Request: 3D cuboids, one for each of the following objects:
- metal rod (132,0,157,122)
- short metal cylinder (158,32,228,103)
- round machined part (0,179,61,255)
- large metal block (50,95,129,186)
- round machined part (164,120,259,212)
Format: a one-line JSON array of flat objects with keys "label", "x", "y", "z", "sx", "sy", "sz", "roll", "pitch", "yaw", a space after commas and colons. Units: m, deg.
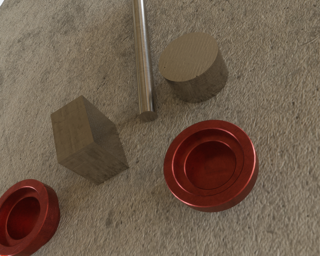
[{"label": "metal rod", "x": -0.029, "y": -0.140, "z": 0.504, "sx": 0.025, "sy": 0.025, "sz": 0.299, "roll": -18, "pitch": 54, "yaw": 18}, {"label": "short metal cylinder", "x": 0.045, "y": -0.080, "z": 0.413, "sx": 0.080, "sy": 0.050, "sz": 0.080, "roll": -13, "pitch": 56, "yaw": 21}, {"label": "round machined part", "x": -0.173, "y": 0.121, "z": 0.410, "sx": 0.098, "sy": 0.042, "sz": 0.098, "roll": -13, "pitch": 56, "yaw": 21}, {"label": "large metal block", "x": -0.092, "y": 0.017, "z": 0.406, "sx": 0.050, "sy": 0.080, "sz": 0.080, "roll": -31, "pitch": 52, "yaw": 9}, {"label": "round machined part", "x": 0.057, "y": 0.043, "z": 0.337, "sx": 0.098, "sy": 0.042, "sz": 0.098, "roll": -13, "pitch": 56, "yaw": 21}]
